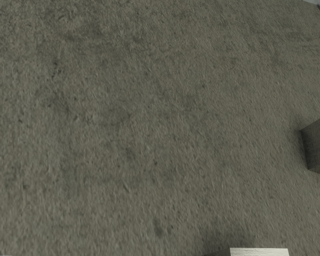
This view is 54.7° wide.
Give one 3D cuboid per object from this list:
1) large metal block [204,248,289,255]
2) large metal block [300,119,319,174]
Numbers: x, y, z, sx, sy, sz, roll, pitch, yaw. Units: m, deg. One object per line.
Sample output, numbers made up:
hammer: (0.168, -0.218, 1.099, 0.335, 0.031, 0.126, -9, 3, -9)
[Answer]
large metal block: (0.100, 0.177, 0.336, 0.081, 0.050, 0.080, 10, 57, -23)
large metal block: (0.296, 0.037, 0.528, 0.081, 0.050, 0.080, 19, 54, -18)
